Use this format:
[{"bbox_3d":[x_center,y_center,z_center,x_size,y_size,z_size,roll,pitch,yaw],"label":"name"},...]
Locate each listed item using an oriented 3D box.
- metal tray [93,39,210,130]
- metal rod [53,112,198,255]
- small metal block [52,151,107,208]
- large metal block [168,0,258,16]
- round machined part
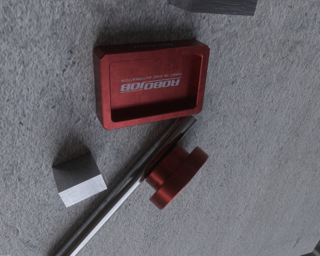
[{"bbox_3d":[-0.009,-0.053,0.366,0.131,0.030,0.089,-11,123,-23],"label":"metal tray"},{"bbox_3d":[-0.057,0.093,0.433,0.299,0.025,0.025,-49,129,6],"label":"metal rod"},{"bbox_3d":[-0.098,0.060,0.375,0.050,0.050,0.025,-24,127,-14],"label":"small metal block"},{"bbox_3d":[0.061,-0.165,0.322,0.081,0.050,0.079,-7,122,-25],"label":"large metal block"},{"bbox_3d":[0.018,0.060,0.421,0.098,0.042,0.098,-47,174,-7],"label":"round machined part"}]
